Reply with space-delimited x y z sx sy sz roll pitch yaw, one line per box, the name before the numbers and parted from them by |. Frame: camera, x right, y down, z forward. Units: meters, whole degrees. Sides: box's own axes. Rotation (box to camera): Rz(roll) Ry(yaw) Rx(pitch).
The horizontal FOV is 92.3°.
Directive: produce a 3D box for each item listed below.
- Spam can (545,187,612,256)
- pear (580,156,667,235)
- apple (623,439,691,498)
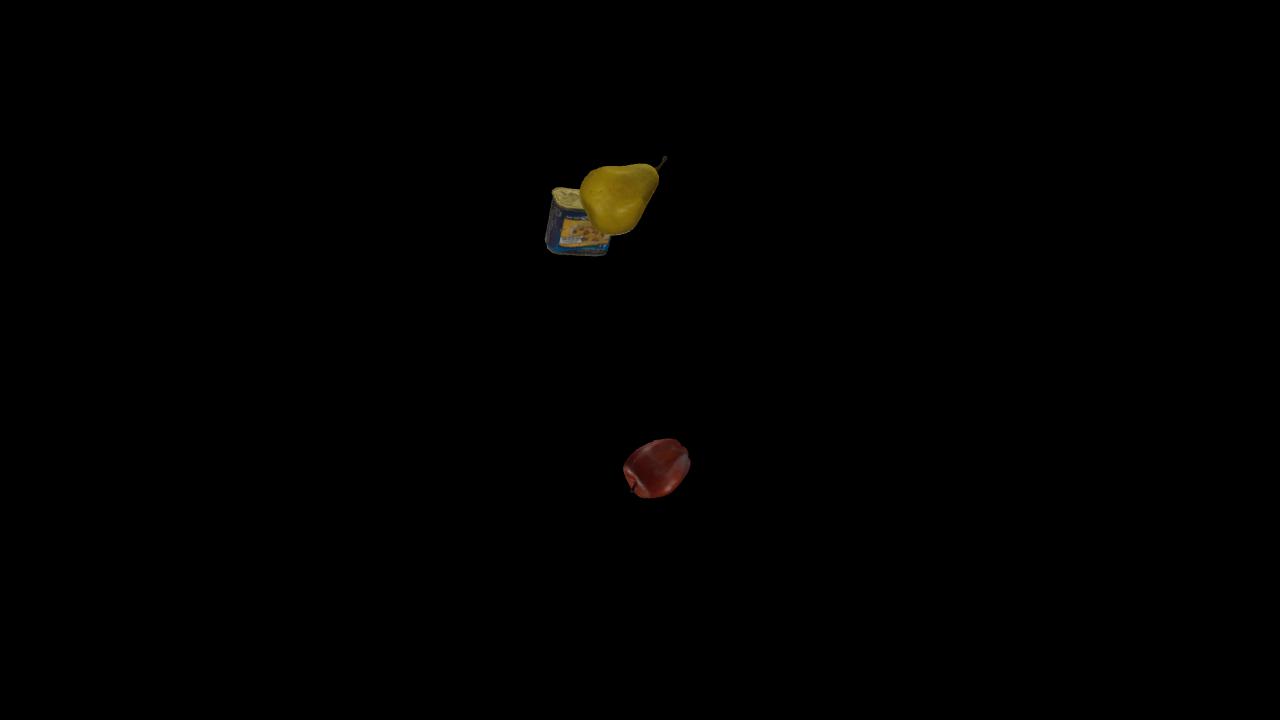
Spam can | -0.088 -0.207 0.930 0.101 0.085 0.058 -1 45 -23
pear | -0.012 -0.193 0.712 0.111 0.080 0.080 -26 3 -5
apple | 0.022 0.148 0.837 0.093 0.079 0.079 -35 12 -18
